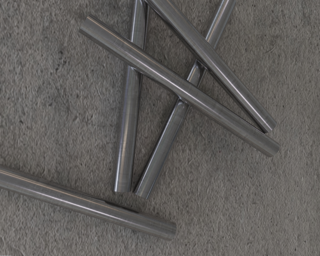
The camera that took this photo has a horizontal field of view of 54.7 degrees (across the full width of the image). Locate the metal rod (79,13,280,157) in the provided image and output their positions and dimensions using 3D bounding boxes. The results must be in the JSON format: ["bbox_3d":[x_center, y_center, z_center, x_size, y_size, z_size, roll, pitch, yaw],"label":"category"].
[{"bbox_3d":[0.038,-0.044,0.394,0.301,0.025,0.025,31,80,-18],"label":"metal rod"}]

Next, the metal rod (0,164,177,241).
[{"bbox_3d":[-0.115,0.081,0.366,0.302,0.025,0.025,24,82,-19],"label":"metal rod"}]

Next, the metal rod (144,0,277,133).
[{"bbox_3d":[0.051,-0.104,0.399,0.300,0.025,0.025,45,76,-15],"label":"metal rod"}]

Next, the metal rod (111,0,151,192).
[{"bbox_3d":[-0.033,-0.070,0.396,0.025,0.025,0.298,7,88,-20],"label":"metal rod"}]

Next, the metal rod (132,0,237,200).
[{"bbox_3d":[0.036,-0.047,0.422,0.025,0.025,0.299,27,81,-18],"label":"metal rod"}]
